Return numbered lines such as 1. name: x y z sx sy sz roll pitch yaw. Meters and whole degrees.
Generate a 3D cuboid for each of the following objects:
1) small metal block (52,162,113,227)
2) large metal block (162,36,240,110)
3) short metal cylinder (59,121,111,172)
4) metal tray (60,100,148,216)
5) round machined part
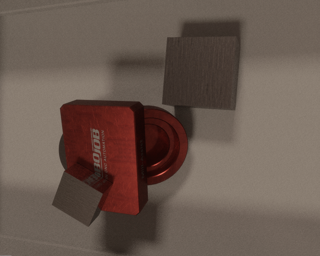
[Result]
1. small metal block: -0.089 0.076 0.356 0.050 0.025 0.050 28 112 8
2. large metal block: 0.052 -0.065 0.379 0.080 0.050 0.079 5 92 19
3. short metal cylinder: -0.090 0.029 0.426 0.080 0.050 0.079 1 92 21
4. metal tray: -0.064 0.034 0.366 0.090 0.030 0.129 3 107 16
5. round machined part: -0.018 0.019 0.391 0.099 0.042 0.097 -4 106 -12
